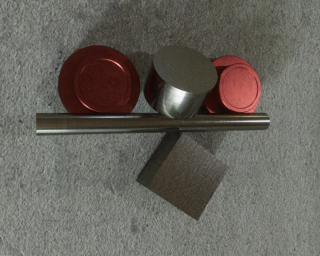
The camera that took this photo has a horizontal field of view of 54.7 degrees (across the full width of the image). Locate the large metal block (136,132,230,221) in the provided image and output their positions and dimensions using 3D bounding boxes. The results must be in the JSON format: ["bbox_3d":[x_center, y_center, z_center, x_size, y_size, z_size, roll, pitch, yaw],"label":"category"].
[{"bbox_3d":[0.029,0.060,0.406,0.080,0.050,0.080,37,78,-17],"label":"large metal block"}]

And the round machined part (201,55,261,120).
[{"bbox_3d":[0.102,-0.054,0.439,0.099,0.042,0.097,0,90,-20],"label":"round machined part"}]

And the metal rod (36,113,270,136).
[{"bbox_3d":[0.007,-0.007,0.390,0.303,0.025,0.025,-1,91,-20],"label":"metal rod"}]

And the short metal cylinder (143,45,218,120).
[{"bbox_3d":[0.024,-0.057,0.386,0.081,0.050,0.080,10,52,-13],"label":"short metal cylinder"}]

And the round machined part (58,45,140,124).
[{"bbox_3d":[-0.071,-0.051,0.374,0.099,0.042,0.097,0,90,-20],"label":"round machined part"}]
